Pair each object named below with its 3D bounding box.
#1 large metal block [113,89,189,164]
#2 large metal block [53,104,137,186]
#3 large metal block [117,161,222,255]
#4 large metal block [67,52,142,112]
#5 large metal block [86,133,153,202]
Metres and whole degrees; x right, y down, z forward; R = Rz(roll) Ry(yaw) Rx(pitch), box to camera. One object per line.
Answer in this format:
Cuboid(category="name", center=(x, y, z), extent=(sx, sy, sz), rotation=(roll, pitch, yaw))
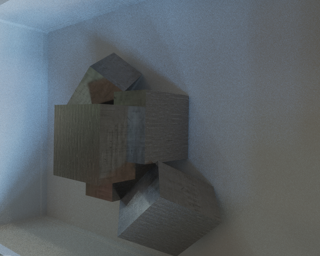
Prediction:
Cuboid(category="large metal block", center=(-0.009, -0.002, 0.375), extent=(0.050, 0.081, 0.080), rotation=(1, 91, 40))
Cuboid(category="large metal block", center=(-0.073, 0.015, 0.344), extent=(0.080, 0.050, 0.079), rotation=(2, 92, 40))
Cuboid(category="large metal block", center=(0.009, 0.094, 0.352), extent=(0.080, 0.080, 0.050), rotation=(-49, 26, 29))
Cuboid(category="large metal block", center=(-0.077, -0.048, 0.423), extent=(0.050, 0.080, 0.080), rotation=(37, 118, -5))
Cuboid(category="large metal block", center=(-0.049, 0.047, 0.410), extent=(0.050, 0.081, 0.080), rotation=(1, 91, 40))
